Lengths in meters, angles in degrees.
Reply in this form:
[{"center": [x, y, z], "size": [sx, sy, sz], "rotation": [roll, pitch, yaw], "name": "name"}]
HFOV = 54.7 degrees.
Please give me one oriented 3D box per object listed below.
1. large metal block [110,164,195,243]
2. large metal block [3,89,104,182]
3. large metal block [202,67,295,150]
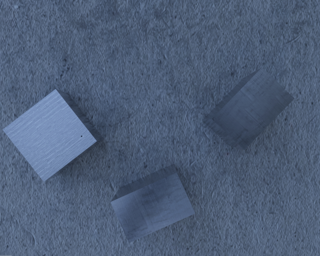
[{"center": [-0.008, 0.088, 0.382], "size": [0.080, 0.080, 0.050], "rotation": [-24, 90, 0], "name": "large metal block"}, {"center": [-0.132, 0.009, 0.396], "size": [0.080, 0.050, 0.080], "rotation": [-38, 90, 0], "name": "large metal block"}, {"center": [0.103, -0.022, 0.383], "size": [0.050, 0.080, 0.080], "rotation": [44, 90, 0], "name": "large metal block"}]
